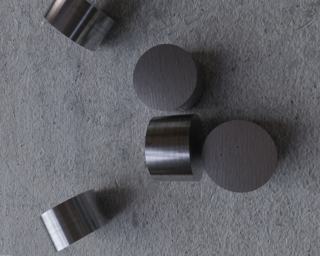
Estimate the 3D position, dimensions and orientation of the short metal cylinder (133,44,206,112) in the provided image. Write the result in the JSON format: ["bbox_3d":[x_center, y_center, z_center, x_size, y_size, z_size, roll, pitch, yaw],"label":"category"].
[{"bbox_3d":[0.013,-0.060,0.391,0.080,0.050,0.080,0,90,20],"label":"short metal cylinder"}]

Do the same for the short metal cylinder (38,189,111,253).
[{"bbox_3d":[-0.115,0.125,0.420,0.080,0.080,0.050,-32,80,17],"label":"short metal cylinder"}]

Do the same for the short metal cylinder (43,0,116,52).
[{"bbox_3d":[-0.107,-0.148,0.417,0.080,0.080,0.050,42,103,15],"label":"short metal cylinder"}]

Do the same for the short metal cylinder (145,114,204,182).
[{"bbox_3d":[0.021,0.024,0.372,0.050,0.080,0.080,-3,89,20],"label":"short metal cylinder"}]

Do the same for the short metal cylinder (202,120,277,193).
[{"bbox_3d":[0.094,0.031,0.362,0.080,0.050,0.080,0,90,20],"label":"short metal cylinder"}]
